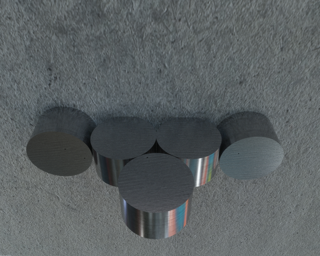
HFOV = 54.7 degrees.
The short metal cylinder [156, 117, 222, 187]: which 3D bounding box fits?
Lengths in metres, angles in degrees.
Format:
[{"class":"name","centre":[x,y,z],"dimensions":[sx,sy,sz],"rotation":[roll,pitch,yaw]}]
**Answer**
[{"class":"short metal cylinder","centre":[0.036,0.029,0.398],"dimensions":[0.081,0.080,0.050],"rotation":[0,129,0]}]

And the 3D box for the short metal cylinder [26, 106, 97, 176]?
[{"class":"short metal cylinder","centre":[-0.125,0.018,0.406],"dimensions":[0.081,0.050,0.079],"rotation":[-1,130,0]}]

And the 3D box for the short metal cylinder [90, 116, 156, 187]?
[{"class":"short metal cylinder","centre":[-0.045,0.029,0.397],"dimensions":[0.081,0.080,0.050],"rotation":[0,130,0]}]

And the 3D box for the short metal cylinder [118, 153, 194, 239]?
[{"class":"short metal cylinder","centre":[-0.004,0.074,0.344],"dimensions":[0.081,0.080,0.050],"rotation":[1,131,-1]}]

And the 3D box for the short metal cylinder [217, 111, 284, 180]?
[{"class":"short metal cylinder","centre":[0.116,0.024,0.413],"dimensions":[0.081,0.050,0.079],"rotation":[-1,131,0]}]
